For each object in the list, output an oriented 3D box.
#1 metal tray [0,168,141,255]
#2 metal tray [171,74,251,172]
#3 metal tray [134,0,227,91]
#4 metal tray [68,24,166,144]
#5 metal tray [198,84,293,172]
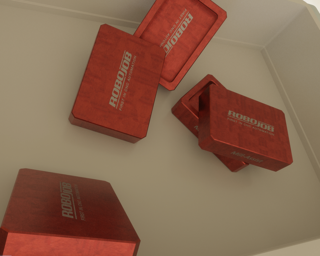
[{"bbox_3d":[-0.078,0.073,0.259,0.091,0.130,0.030,14,95,-21],"label":"metal tray"},{"bbox_3d":[0.092,-0.010,0.459,0.130,0.030,0.090,45,51,2],"label":"metal tray"},{"bbox_3d":[0.019,-0.129,0.434,0.090,0.129,0.030,35,13,-6],"label":"metal tray"},{"bbox_3d":[-0.050,-0.055,0.389,0.091,0.030,0.130,19,70,-18],"label":"metal tray"},{"bbox_3d":[0.117,0.000,0.428,0.131,0.030,0.090,18,55,-19],"label":"metal tray"}]
